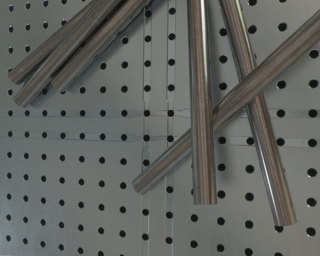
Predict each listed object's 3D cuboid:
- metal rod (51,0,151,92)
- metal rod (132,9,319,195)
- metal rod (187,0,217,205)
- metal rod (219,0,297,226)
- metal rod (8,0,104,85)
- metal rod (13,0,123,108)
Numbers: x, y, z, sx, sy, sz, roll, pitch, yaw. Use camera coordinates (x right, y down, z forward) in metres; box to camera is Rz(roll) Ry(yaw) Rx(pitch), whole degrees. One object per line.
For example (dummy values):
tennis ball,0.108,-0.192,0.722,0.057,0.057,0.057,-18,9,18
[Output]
metal rod,-0.046,-0.158,0.425,0.299,0.025,0.025,-41,77,17
metal rod,0.071,-0.015,0.366,0.299,0.025,0.025,-44,76,23
metal rod,0.047,-0.064,0.363,0.025,0.025,0.299,-6,76,20
metal rod,0.113,-0.035,0.372,0.025,0.025,0.299,-14,85,19
metal rod,-0.112,-0.157,0.452,0.300,0.025,0.025,-33,79,17
metal rod,-0.114,-0.132,0.438,0.299,0.025,0.025,-40,77,21
